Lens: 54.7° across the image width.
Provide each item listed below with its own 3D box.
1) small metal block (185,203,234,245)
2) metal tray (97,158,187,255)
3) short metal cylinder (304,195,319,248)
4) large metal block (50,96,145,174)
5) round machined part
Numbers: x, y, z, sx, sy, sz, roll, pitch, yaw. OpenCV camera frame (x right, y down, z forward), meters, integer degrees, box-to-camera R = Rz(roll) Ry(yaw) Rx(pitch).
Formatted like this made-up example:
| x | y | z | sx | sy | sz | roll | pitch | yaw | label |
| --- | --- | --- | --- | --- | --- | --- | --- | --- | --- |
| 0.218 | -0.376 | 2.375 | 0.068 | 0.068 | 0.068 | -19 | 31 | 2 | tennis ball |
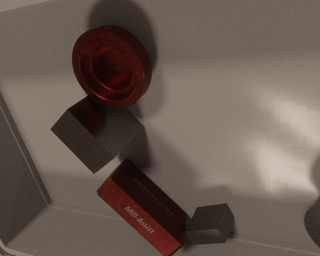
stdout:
| x | y | z | sx | sy | sz | roll | pitch | yaw | label |
| --- | --- | --- | --- | --- | --- | --- | --- | --- | --- |
| 0.071 | 0.136 | 0.438 | 0.050 | 0.050 | 0.025 | -18 | 109 | 35 | small metal block |
| -0.020 | 0.109 | 0.440 | 0.130 | 0.090 | 0.030 | 44 | 103 | -3 | metal tray |
| 0.205 | 0.100 | 0.329 | 0.080 | 0.050 | 0.079 | 33 | 141 | 33 | short metal cylinder |
| -0.081 | 0.000 | 0.414 | 0.080 | 0.080 | 0.050 | 47 | 129 | -6 | large metal block |
| -0.054 | -0.076 | 0.377 | 0.098 | 0.042 | 0.097 | 13 | 124 | 20 | round machined part |
